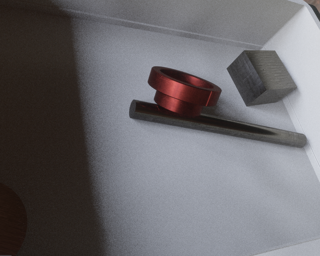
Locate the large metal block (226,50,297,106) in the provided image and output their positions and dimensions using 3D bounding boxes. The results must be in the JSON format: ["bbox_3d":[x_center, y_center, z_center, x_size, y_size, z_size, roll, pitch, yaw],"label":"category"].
[{"bbox_3d":[0.177,-0.088,0.542,0.081,0.050,0.080,-9,66,-32],"label":"large metal block"}]

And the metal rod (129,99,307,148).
[{"bbox_3d":[0.101,-0.002,0.462,0.302,0.025,0.025,10,58,-24],"label":"metal rod"}]

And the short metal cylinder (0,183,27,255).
[{"bbox_3d":[-0.155,0.087,0.253,0.081,0.050,0.080,14,56,-21],"label":"short metal cylinder"}]

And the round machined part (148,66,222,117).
[{"bbox_3d":[0.030,-0.048,0.422,0.099,0.042,0.098,16,19,-5],"label":"round machined part"}]
